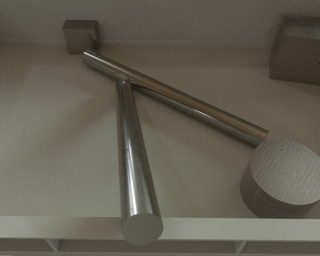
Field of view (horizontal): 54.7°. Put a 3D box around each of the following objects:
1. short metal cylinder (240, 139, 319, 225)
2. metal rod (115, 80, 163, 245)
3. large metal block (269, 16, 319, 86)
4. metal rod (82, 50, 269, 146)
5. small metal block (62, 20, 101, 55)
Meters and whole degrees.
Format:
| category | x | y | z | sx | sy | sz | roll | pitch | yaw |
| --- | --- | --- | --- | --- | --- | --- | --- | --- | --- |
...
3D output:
| category | x | y | z | sx | sy | sz | roll | pitch | yaw |
| --- | --- | --- | --- | --- | --- | --- | --- | --- | --- |
| short metal cylinder | 0.134 | 0.059 | 0.341 | 0.081 | 0.050 | 0.080 | 0 | 50 | 0 |
| metal rod | -0.032 | 0.001 | 0.321 | 0.025 | 0.025 | 0.300 | -7 | 25 | -6 |
| large metal block | 0.218 | -0.115 | 0.469 | 0.080 | 0.080 | 0.050 | 10 | 51 | 8 |
| metal rod | 0.008 | -0.050 | 0.446 | 0.301 | 0.025 | 0.025 | 27 | 55 | 21 |
| small metal block | -0.128 | -0.149 | 0.513 | 0.050 | 0.050 | 0.025 | 1 | 50 | 0 |
